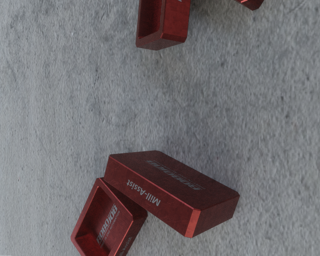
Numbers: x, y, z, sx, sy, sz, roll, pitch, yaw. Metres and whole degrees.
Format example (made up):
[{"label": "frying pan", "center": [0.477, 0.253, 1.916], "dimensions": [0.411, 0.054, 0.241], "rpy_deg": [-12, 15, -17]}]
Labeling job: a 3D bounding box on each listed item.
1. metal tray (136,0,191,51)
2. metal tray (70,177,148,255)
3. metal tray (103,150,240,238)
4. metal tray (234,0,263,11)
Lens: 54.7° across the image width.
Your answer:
[{"label": "metal tray", "center": [0.004, -0.165, 0.371], "dimensions": [0.090, 0.030, 0.129], "rpy_deg": [-164, 79, -66]}, {"label": "metal tray", "center": [-0.081, 0.149, 0.465], "dimensions": [0.090, 0.030, 0.129], "rpy_deg": [40, 114, 32]}, {"label": "metal tray", "center": [0.011, 0.066, 0.351], "dimensions": [0.130, 0.091, 0.030], "rpy_deg": [25, 106, 37]}, {"label": "metal tray", "center": [0.098, -0.202, 0.319], "dimensions": [0.090, 0.030, 0.129], "rpy_deg": [46, 117, 30]}]
